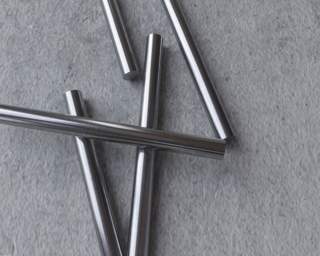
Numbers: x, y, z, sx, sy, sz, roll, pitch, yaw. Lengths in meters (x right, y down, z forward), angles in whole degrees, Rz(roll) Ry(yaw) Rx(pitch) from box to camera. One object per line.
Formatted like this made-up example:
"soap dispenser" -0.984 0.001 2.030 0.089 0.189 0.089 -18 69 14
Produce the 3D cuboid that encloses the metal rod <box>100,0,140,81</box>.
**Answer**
"metal rod" -0.084 -0.207 0.482 0.025 0.025 0.299 -16 71 -6

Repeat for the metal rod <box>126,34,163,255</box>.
"metal rod" -0.017 0.009 0.404 0.025 0.025 0.299 4 70 1

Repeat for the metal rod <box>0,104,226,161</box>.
"metal rod" -0.073 0.003 0.378 0.302 0.025 0.025 9 70 3

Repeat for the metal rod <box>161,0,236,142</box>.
"metal rod" 0.041 -0.119 0.451 0.025 0.025 0.299 -17 71 -6

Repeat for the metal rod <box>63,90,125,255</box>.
"metal rod" -0.073 0.088 0.374 0.025 0.025 0.299 -17 71 -6
